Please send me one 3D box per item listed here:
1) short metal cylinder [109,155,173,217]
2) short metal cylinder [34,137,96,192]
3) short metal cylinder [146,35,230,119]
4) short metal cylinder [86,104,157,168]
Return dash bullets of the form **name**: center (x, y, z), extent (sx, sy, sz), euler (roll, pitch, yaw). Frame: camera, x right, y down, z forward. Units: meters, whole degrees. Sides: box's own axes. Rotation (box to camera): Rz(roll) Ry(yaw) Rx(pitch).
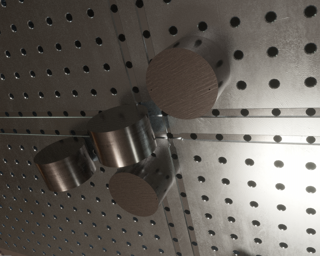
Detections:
- **short metal cylinder**: center (-0.028, 0.084, 0.460), extent (0.080, 0.050, 0.079), euler (13, 124, 20)
- **short metal cylinder**: center (-0.147, 0.055, 0.485), extent (0.080, 0.080, 0.050), euler (-3, 117, 29)
- **short metal cylinder**: center (0.032, -0.056, 0.343), extent (0.080, 0.050, 0.079), euler (13, 124, 20)
- **short metal cylinder**: center (-0.049, 0.008, 0.405), extent (0.080, 0.080, 0.050), euler (0, 119, 28)
